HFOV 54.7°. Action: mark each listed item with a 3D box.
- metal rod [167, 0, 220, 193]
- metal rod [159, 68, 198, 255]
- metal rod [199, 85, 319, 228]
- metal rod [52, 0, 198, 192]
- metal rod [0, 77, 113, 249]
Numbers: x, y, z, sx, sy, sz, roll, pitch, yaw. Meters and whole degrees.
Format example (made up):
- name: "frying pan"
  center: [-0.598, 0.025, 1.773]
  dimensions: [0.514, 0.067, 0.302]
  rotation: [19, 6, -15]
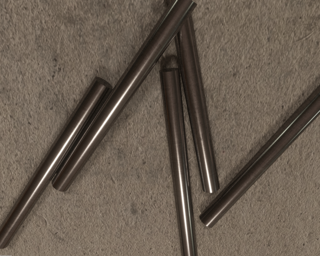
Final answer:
- name: "metal rod"
  center: [0.042, -0.051, 0.391]
  dimensions: [0.025, 0.025, 0.298]
  rotation: [-11, 110, 4]
- name: "metal rod"
  center: [0.029, 0.067, 0.434]
  dimensions: [0.025, 0.025, 0.298]
  rotation: [-7, 110, 2]
- name: "metal rod"
  center: [0.157, 0.026, 0.421]
  dimensions: [0.025, 0.025, 0.299]
  rotation: [35, 106, -12]
- name: "metal rod"
  center: [-0.056, -0.029, 0.383]
  dimensions: [0.025, 0.025, 0.299]
  rotation: [33, 112, -12]
- name: "metal rod"
  center: [-0.156, 0.058, 0.428]
  dimensions: [0.025, 0.025, 0.299]
  rotation: [33, 106, -12]
